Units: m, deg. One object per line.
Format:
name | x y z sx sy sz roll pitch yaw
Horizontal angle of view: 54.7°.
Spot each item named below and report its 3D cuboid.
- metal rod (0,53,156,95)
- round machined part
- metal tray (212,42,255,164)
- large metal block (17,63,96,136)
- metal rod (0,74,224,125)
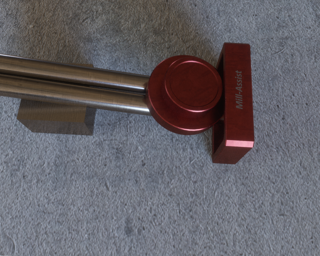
metal rod | -0.064 -0.060 0.382 0.302 0.025 0.025 7 70 -12
round machined part | 0.035 -0.044 0.365 0.099 0.042 0.098 3 72 -11
metal tray | 0.087 -0.028 0.385 0.030 0.090 0.130 3 70 1
large metal block | -0.128 -0.038 0.404 0.081 0.050 0.080 3 70 1
metal rod | -0.066 -0.034 0.373 0.302 0.025 0.025 7 70 -11
